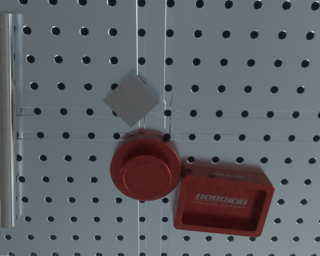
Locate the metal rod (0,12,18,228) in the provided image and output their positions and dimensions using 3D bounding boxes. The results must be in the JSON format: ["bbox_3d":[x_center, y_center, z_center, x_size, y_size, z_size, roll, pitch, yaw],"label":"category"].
[{"bbox_3d":[-0.204,0.003,0.411,0.025,0.025,0.298,8,110,-3],"label":"metal rod"}]

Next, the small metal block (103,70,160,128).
[{"bbox_3d":[-0.036,-0.037,0.399,0.050,0.025,0.050,-41,106,13],"label":"small metal block"}]

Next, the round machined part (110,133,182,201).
[{"bbox_3d":[-0.019,0.060,0.426,0.099,0.042,0.097,0,110,-1],"label":"round machined part"}]

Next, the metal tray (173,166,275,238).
[{"bbox_3d":[0.090,0.108,0.451,0.131,0.030,0.089,7,110,-3],"label":"metal tray"}]
